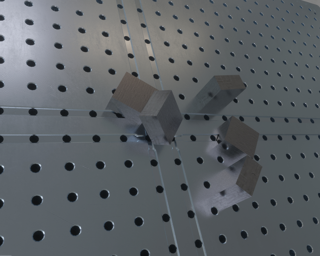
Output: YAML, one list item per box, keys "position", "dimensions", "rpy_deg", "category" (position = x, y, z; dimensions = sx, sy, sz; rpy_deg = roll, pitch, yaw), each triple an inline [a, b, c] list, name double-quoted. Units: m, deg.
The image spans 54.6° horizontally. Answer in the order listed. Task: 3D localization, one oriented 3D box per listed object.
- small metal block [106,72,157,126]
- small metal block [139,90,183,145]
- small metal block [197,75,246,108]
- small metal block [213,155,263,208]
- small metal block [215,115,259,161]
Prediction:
- position: [-0.036, -0.039, 0.412]
  dimensions: [0.050, 0.025, 0.050]
  rpy_deg: [29, 52, -10]
  category: "small metal block"
- position: [0.003, -0.014, 0.400]
  dimensions: [0.050, 0.025, 0.050]
  rpy_deg: [-62, 140, -38]
  category: "small metal block"
- position: [0.094, -0.056, 0.476]
  dimensions: [0.050, 0.050, 0.025]
  rpy_deg: [-7, 66, -31]
  category: "small metal block"
- position: [0.101, 0.070, 0.403]
  dimensions: [0.025, 0.050, 0.050]
  rpy_deg: [38, 51, -3]
  category: "small metal block"
- position: [0.115, 0.018, 0.458]
  dimensions: [0.050, 0.025, 0.050]
  rpy_deg: [33, 51, -7]
  category: "small metal block"
